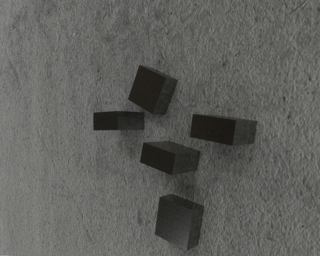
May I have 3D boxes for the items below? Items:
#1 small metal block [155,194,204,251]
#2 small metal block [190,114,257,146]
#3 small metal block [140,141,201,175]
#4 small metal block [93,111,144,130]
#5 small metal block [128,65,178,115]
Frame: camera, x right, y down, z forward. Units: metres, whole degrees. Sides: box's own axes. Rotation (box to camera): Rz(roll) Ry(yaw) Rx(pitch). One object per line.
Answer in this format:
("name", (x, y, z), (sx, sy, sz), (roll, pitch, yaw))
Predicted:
("small metal block", (0.024, 0.115, 0.386), (0.050, 0.025, 0.050), (13, 98, 39))
("small metal block", (0.069, 0.001, 0.332), (0.050, 0.050, 0.025), (11, 97, 39))
("small metal block", (0.013, 0.035, 0.378), (0.050, 0.050, 0.025), (17, 101, 39))
("small metal block", (-0.058, -0.010, 0.436), (0.050, 0.050, 0.025), (-1, 90, 40))
("small metal block", (-0.010, -0.051, 0.413), (0.050, 0.025, 0.050), (32, 110, 35))
